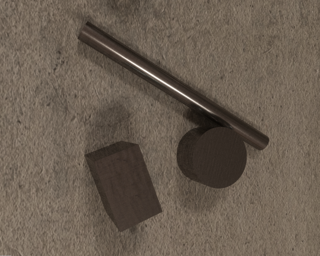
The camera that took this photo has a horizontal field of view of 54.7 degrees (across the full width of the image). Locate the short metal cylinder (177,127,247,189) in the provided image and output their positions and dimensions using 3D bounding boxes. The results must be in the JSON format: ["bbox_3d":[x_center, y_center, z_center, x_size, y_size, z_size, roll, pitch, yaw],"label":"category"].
[{"bbox_3d":[0.070,0.038,0.423,0.081,0.050,0.079,0,90,-21],"label":"short metal cylinder"}]

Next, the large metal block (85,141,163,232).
[{"bbox_3d":[-0.046,0.063,0.364,0.050,0.080,0.080,-21,98,-19],"label":"large metal block"}]

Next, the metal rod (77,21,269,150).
[{"bbox_3d":[0.031,-0.048,0.421,0.301,0.025,0.025,30,80,-18],"label":"metal rod"}]
